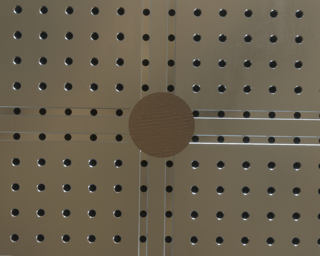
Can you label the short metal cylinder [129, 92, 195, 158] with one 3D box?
[{"bbox_3d":[0.002,-0.004,0.401,0.080,0.050,0.080,0,90,0],"label":"short metal cylinder"}]
